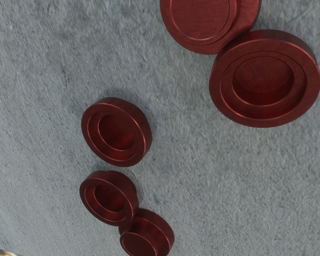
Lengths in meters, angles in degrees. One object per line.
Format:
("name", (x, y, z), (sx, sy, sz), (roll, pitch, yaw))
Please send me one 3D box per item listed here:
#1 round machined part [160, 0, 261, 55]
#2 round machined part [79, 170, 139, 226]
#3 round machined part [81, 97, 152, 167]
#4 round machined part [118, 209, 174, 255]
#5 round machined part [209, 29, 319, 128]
("round machined part", (0.044, -0.118, 0.299), (0.098, 0.042, 0.097), (13, 124, 20))
("round machined part", (-0.077, 0.108, 0.501), (0.098, 0.042, 0.097), (13, 124, 20))
("round machined part", (-0.055, 0.002, 0.424), (0.098, 0.042, 0.097), (13, 124, 20))
("round machined part", (-0.029, 0.188, 0.525), (0.098, 0.042, 0.097), (13, 124, 20))
("round machined part", (0.100, -0.050, 0.302), (0.098, 0.042, 0.097), (9, 133, 11))
